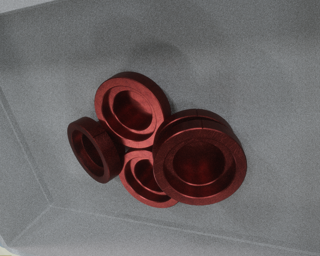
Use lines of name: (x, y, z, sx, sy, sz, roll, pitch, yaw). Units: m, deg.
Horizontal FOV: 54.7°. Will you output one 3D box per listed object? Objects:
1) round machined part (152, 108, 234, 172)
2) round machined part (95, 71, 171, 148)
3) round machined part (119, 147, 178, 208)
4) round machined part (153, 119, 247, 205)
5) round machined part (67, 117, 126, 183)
round machined part: (0.041, 0.021, 0.373, 0.099, 0.042, 0.097, 1, 116, 3)
round machined part: (-0.030, -0.026, 0.395, 0.098, 0.042, 0.097, 13, 124, 21)
round machined part: (-0.006, 0.061, 0.436, 0.098, 0.042, 0.097, 13, 124, 21)
round machined part: (0.043, 0.034, 0.344, 0.099, 0.042, 0.097, 1, 116, 3)
round machined part: (-0.087, 0.027, 0.445, 0.098, 0.042, 0.097, 31, 138, 34)
